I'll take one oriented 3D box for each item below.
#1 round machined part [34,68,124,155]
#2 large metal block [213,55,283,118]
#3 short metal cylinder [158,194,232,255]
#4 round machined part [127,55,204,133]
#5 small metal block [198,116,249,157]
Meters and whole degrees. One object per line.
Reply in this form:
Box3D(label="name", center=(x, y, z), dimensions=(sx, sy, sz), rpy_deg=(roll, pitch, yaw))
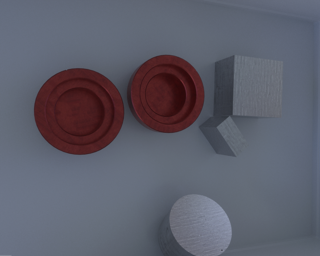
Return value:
Box3D(label="round machined part", center=(-0.095, -0.019, 0.367), dimensions=(0.099, 0.042, 0.097), rpy_deg=(0, 90, -21))
Box3D(label="large metal block", center=(0.126, -0.056, 0.445), dimensions=(0.081, 0.050, 0.079), rpy_deg=(2, 89, -20))
Box3D(label="short metal cylinder", center=(0.043, 0.132, 0.394), dimensions=(0.081, 0.050, 0.080), rpy_deg=(11, 47, -12))
Box3D(label="round machined part", center=(0.005, -0.043, 0.404), dimensions=(0.099, 0.042, 0.097), rpy_deg=(0, 90, -21))
Box3D(label="small metal block", center=(0.088, 0.011, 0.431), dimensions=(0.025, 0.050, 0.050), rpy_deg=(-39, 103, -16))
